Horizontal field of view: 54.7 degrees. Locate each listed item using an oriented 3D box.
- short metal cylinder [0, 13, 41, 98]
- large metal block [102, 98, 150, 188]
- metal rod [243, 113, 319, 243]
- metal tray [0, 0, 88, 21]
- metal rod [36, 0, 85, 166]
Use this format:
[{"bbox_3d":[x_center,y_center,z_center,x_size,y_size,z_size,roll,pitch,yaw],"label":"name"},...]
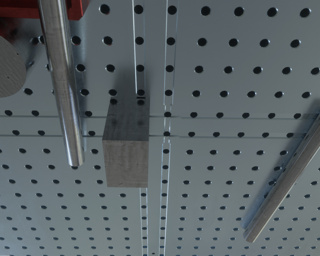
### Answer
[{"bbox_3d":[-0.174,-0.079,0.326,0.081,0.050,0.079,0,130,0],"label":"short metal cylinder"},{"bbox_3d":[-0.039,0.018,0.391,0.050,0.080,0.079,1,130,-2],"label":"large metal block"},{"bbox_3d":[0.196,0.096,0.496,0.025,0.025,0.298,7,130,-7],"label":"metal rod"},{"bbox_3d":[-0.137,-0.149,0.279,0.131,0.030,0.089,2,130,-2],"label":"metal tray"},{"bbox_3d":[-0.105,-0.052,0.338,0.025,0.025,0.298,5,139,-5],"label":"metal rod"}]
